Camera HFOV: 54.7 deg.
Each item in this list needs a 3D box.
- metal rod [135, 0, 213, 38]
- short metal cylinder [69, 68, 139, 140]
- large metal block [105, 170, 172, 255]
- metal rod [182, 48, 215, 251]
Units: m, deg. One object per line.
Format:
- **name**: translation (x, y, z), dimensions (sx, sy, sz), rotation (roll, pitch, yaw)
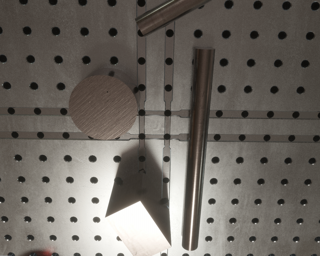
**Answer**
- **metal rod**: translation (0.109, -0.186, 0.346), dimensions (0.301, 0.025, 0.025), rotation (-27, 108, 9)
- **short metal cylinder**: translation (-0.067, -0.031, 0.388), dimensions (0.081, 0.050, 0.079), rotation (0, 110, -1)
- **large metal block**: translation (-0.027, 0.118, 0.427), dimensions (0.050, 0.080, 0.080), rotation (-28, 108, 9)
- **metal rod**: translation (0.051, 0.042, 0.429), dimensions (0.025, 0.025, 0.298), rotation (1, 110, -1)
